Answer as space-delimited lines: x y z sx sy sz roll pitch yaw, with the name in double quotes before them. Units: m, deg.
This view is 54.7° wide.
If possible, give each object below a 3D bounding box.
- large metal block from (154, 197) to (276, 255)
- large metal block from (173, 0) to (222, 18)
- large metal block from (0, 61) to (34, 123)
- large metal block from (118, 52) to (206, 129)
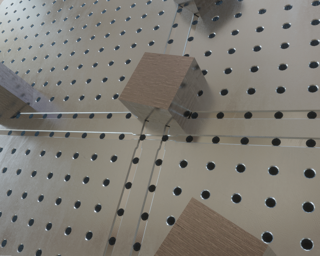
"large metal block" 0.048 0.125 0.290 0.080 0.050 0.080 27 76 37
"large metal block" 0.065 -0.238 0.503 0.080 0.050 0.080 -41 51 -1
"large metal block" -0.291 -0.062 0.560 0.080 0.080 0.050 -22 54 14
"large metal block" 0.004 -0.052 0.421 0.080 0.050 0.080 15 69 33
